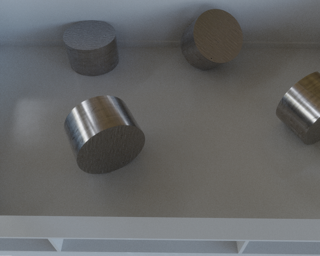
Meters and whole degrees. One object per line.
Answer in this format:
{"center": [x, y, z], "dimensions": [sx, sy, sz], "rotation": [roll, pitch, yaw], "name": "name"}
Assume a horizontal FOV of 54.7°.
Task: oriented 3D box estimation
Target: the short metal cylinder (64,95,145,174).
{"center": [-0.065, 0.009, 0.361], "dimensions": [0.081, 0.080, 0.050], "rotation": [-21, 53, -17], "name": "short metal cylinder"}

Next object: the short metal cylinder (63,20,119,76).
{"center": [-0.108, -0.128, 0.496], "dimensions": [0.080, 0.050, 0.080], "rotation": [0, 50, 0], "name": "short metal cylinder"}

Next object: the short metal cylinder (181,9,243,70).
{"center": [0.078, -0.133, 0.475], "dimensions": [0.081, 0.050, 0.080], "rotation": [1, 87, -18], "name": "short metal cylinder"}

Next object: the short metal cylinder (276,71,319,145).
{"center": [0.197, -0.024, 0.391], "dimensions": [0.081, 0.080, 0.050], "rotation": [-21, 53, -17], "name": "short metal cylinder"}
